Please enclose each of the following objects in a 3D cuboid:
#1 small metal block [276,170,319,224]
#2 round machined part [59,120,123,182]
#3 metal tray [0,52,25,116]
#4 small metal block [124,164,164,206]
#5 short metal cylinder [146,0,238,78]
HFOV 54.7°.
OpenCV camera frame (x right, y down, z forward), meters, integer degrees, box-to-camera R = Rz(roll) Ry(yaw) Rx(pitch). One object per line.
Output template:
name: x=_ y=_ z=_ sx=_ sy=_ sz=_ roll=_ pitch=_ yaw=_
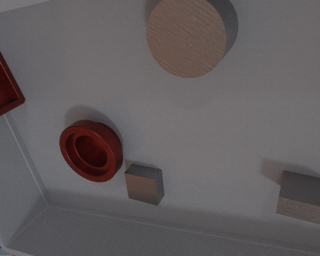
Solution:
small metal block: x=0.164 y=0.078 z=0.354 sx=0.050 sy=0.050 sz=0.025 roll=11 pitch=123 yaw=22
round machined part: x=-0.098 y=0.030 z=0.466 sx=0.098 sy=0.042 sz=0.097 roll=13 pitch=124 yaw=20
metal tray: x=-0.273 y=-0.050 z=0.451 sx=0.030 sy=0.131 sz=0.090 roll=-6 pitch=116 yaw=31
small metal block: x=-0.023 y=0.086 z=0.473 sx=0.050 sy=0.025 sz=0.050 roll=8 pitch=122 yaw=23
short metal cylinder: x=0.034 y=-0.097 z=0.314 sx=0.080 sy=0.050 sz=0.079 roll=13 pitch=124 yaw=20
